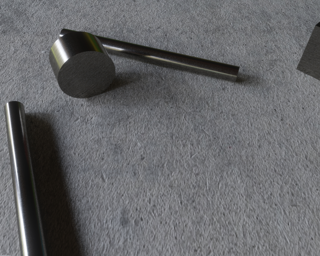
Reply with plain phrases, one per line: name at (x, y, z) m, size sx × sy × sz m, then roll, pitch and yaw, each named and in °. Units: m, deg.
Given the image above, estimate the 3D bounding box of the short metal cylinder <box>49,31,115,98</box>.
short metal cylinder at (-0.110, -0.089, 0.441) m, size 0.081 × 0.080 × 0.050 m, roll -20°, pitch 53°, yaw -16°

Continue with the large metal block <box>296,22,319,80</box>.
large metal block at (0.268, -0.114, 0.467) m, size 0.080 × 0.080 × 0.050 m, roll 36°, pitch 59°, yaw 26°

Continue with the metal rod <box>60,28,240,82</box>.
metal rod at (-0.024, -0.120, 0.503) m, size 0.301 × 0.025 × 0.025 m, roll 15°, pitch 52°, yaw 12°

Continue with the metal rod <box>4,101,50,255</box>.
metal rod at (-0.143, 0.079, 0.334) m, size 0.025 × 0.025 × 0.300 m, roll -17°, pitch 52°, yaw -14°
